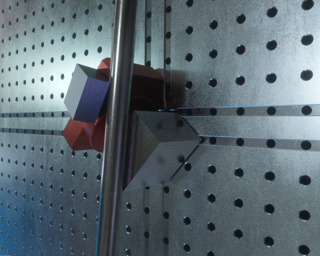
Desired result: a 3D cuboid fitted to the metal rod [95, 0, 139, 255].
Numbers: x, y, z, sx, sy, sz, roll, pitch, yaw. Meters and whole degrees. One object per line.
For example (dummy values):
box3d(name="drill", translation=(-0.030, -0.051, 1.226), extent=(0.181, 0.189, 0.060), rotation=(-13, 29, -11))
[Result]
box3d(name="metal rod", translation=(-0.049, 0.011, 0.343), extent=(0.025, 0.025, 0.298), rotation=(9, 96, 39))

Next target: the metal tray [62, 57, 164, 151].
box3d(name="metal tray", translation=(-0.063, -0.027, 0.416), extent=(0.030, 0.091, 0.129), rotation=(51, 119, 28))

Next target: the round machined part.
box3d(name="round machined part", translation=(-0.045, -0.001, 0.402), extent=(0.042, 0.099, 0.097), rotation=(50, 119, 28))

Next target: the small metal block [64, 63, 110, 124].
box3d(name="small metal block", translation=(-0.084, -0.039, 0.349), extent=(0.050, 0.025, 0.050), rotation=(45, 117, 51))

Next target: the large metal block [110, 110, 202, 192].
box3d(name="large metal block", translation=(-0.010, 0.027, 0.376), extent=(0.050, 0.081, 0.080), rotation=(50, 119, 28))
